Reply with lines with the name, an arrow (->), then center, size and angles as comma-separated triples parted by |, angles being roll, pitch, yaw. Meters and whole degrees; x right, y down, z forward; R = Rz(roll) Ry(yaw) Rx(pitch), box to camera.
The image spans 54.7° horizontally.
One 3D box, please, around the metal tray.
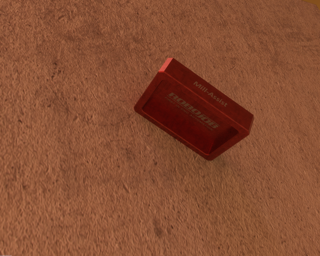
metal tray -> 0.041, -0.019, 0.399 | 0.130, 0.090, 0.030 | 34, 51, -6
